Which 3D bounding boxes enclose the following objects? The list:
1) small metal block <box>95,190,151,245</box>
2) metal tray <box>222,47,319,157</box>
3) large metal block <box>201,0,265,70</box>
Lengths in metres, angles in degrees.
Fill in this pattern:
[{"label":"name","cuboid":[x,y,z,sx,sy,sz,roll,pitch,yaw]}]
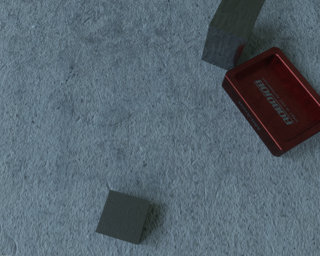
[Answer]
[{"label":"small metal block","cuboid":[-0.042,0.106,0.369,0.050,0.025,0.050,15,71,5]},{"label":"metal tray","cuboid":[0.158,-0.038,0.420,0.090,0.030,0.130,-29,73,-10]},{"label":"large metal block","cuboid":[0.101,-0.138,0.430,0.050,0.080,0.080,24,72,8]}]
